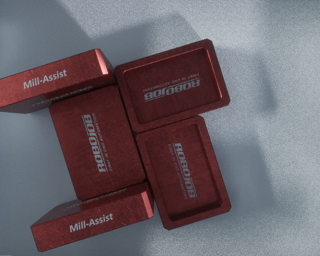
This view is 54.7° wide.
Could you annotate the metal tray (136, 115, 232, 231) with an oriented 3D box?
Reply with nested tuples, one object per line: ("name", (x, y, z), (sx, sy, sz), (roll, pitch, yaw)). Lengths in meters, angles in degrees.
("metal tray", (0.030, 0.057, 0.408), (0.090, 0.030, 0.129), (-17, 90, -1))

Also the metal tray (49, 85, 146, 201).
("metal tray", (-0.079, 0.019, 0.405), (0.090, 0.030, 0.129), (-17, 90, -1))

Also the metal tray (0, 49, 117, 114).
("metal tray", (-0.123, -0.052, 0.374), (0.131, 0.090, 0.030), (-18, 90, -1))

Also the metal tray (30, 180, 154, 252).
("metal tray", (-0.074, 0.101, 0.375), (0.131, 0.090, 0.030), (-17, 90, -1))

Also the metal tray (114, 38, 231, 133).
("metal tray", (0.016, -0.054, 0.407), (0.131, 0.030, 0.090), (-17, 90, -1))
